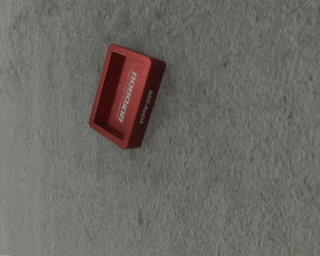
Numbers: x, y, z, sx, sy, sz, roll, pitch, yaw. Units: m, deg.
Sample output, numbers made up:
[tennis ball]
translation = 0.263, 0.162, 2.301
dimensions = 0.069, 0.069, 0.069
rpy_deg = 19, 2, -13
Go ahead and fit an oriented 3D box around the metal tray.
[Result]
[metal tray]
translation = -0.051, -0.046, 0.444
dimensions = 0.090, 0.030, 0.129
rpy_deg = 29, 108, 36
